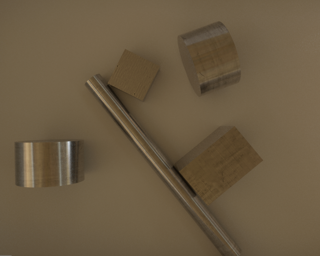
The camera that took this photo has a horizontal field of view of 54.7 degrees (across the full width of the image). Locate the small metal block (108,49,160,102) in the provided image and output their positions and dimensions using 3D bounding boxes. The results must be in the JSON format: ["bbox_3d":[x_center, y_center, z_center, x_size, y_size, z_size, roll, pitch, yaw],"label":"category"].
[{"bbox_3d":[-0.034,-0.069,0.411,0.050,0.025,0.050,27,90,-1],"label":"small metal block"}]

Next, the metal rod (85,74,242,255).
[{"bbox_3d":[0.004,0.053,0.411,0.025,0.025,0.300,-39,91,0],"label":"metal rod"}]

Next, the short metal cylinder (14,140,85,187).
[{"bbox_3d":[-0.135,0.041,0.382,0.081,0.080,0.050,-1,90,-1],"label":"short metal cylinder"}]

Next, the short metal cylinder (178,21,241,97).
[{"bbox_3d":[0.059,-0.085,0.385,0.050,0.080,0.080,-20,90,0],"label":"short metal cylinder"}]

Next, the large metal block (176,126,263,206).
[{"bbox_3d":[0.068,0.042,0.385,0.080,0.080,0.050,-39,90,0],"label":"large metal block"}]
